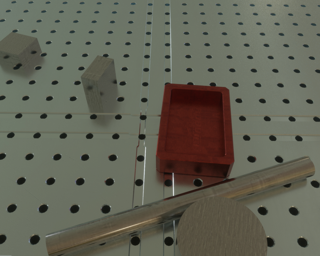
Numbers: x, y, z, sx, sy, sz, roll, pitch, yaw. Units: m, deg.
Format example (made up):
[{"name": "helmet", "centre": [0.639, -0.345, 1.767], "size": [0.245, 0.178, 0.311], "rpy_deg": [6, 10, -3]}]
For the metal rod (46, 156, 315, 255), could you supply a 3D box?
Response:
[{"name": "metal rod", "centre": [0.034, 0.082, 0.339], "size": [0.302, 0.025, 0.025], "rpy_deg": [-14, 52, -12]}]

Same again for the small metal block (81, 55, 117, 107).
[{"name": "small metal block", "centre": [-0.086, -0.068, 0.447], "size": [0.025, 0.050, 0.050], "rpy_deg": [15, 52, 12]}]

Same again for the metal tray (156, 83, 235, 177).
[{"name": "metal tray", "centre": [0.046, -0.002, 0.406], "size": [0.091, 0.030, 0.130], "rpy_deg": [4, 50, 3]}]

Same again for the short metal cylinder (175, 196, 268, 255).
[{"name": "short metal cylinder", "centre": [0.055, 0.114, 0.297], "size": [0.081, 0.050, 0.080], "rpy_deg": [0, 50, 0]}]

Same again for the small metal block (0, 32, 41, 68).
[{"name": "small metal block", "centre": [-0.237, -0.131, 0.514], "size": [0.050, 0.025, 0.050], "rpy_deg": [16, 52, 12]}]
